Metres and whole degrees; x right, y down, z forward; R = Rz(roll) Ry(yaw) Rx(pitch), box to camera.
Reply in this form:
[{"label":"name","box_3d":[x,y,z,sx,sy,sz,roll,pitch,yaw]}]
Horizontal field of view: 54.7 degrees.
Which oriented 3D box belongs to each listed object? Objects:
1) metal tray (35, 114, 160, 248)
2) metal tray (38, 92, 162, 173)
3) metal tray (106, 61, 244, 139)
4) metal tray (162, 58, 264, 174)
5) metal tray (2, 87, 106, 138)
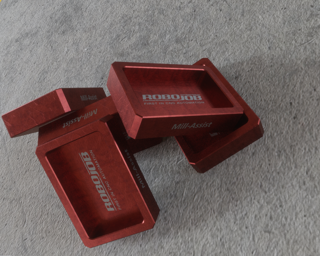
[{"label":"metal tray","box_3d":[-0.068,0.061,0.346,0.090,0.030,0.129,-23,98,15]},{"label":"metal tray","box_3d":[-0.074,0.010,0.395,0.130,0.090,0.030,-22,54,14]},{"label":"metal tray","box_3d":[0.017,-0.034,0.345,0.131,0.030,0.090,-4,46,-28]},{"label":"metal tray","box_3d":[0.053,-0.020,0.385,0.090,0.030,0.130,-33,52,6]},{"label":"metal tray","box_3d":[-0.136,-0.025,0.429,0.090,0.130,0.030,-22,92,15]}]
